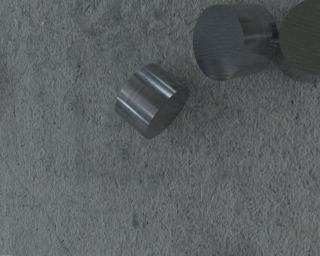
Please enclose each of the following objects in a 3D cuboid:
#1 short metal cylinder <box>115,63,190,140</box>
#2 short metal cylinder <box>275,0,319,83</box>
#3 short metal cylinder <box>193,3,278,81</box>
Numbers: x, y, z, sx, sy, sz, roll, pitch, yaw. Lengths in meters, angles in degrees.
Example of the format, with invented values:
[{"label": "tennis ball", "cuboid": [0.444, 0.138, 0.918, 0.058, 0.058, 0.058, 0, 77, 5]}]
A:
[{"label": "short metal cylinder", "cuboid": [-0.009, -0.032, 0.383, 0.050, 0.080, 0.080, 40, 103, 15]}, {"label": "short metal cylinder", "cuboid": [0.168, -0.092, 0.332, 0.080, 0.050, 0.080, 0, 89, 14]}, {"label": "short metal cylinder", "cuboid": [0.082, -0.096, 0.345, 0.080, 0.050, 0.079, 33, 131, 50]}]
